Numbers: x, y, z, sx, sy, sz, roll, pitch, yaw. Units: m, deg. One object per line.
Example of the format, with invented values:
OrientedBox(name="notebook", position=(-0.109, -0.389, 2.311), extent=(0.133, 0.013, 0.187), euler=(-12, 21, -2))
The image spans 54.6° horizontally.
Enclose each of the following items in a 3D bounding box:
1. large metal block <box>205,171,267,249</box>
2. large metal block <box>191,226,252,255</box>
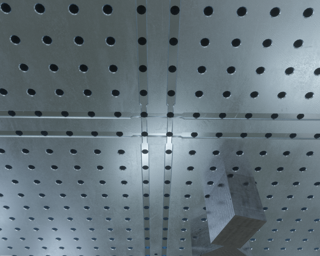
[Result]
OrientedBox(name="large metal block", position=(0.114, 0.128, 0.485), extent=(0.050, 0.080, 0.079), euler=(14, 129, -12))
OrientedBox(name="large metal block", position=(0.116, 0.225, 0.588), extent=(0.080, 0.050, 0.080), euler=(-33, 123, 24))
